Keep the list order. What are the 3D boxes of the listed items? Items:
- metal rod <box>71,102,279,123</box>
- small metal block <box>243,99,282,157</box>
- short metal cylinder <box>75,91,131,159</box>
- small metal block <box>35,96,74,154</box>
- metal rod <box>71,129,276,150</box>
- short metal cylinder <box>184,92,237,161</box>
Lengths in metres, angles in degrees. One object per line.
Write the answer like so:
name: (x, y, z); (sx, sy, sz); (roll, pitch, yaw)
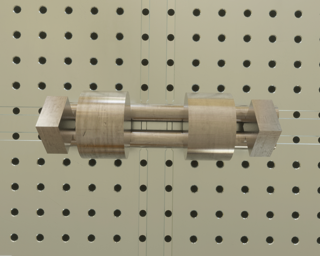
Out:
metal rod: (0.004, -0.020, 0.413); (0.302, 0.025, 0.025); (1, 90, 0)
small metal block: (0.123, 0.000, 0.379); (0.025, 0.050, 0.050); (1, 49, 0)
short metal cylinder: (-0.063, -0.004, 0.363); (0.050, 0.080, 0.079); (1, 90, 0)
small metal block: (-0.125, -0.004, 0.377); (0.025, 0.050, 0.050); (1, 48, 0)
metal rod: (0.001, 0.015, 0.413); (0.302, 0.025, 0.025); (1, 90, 0)
short metal cylinder: (0.055, -0.002, 0.364); (0.050, 0.080, 0.079); (1, 90, 0)
